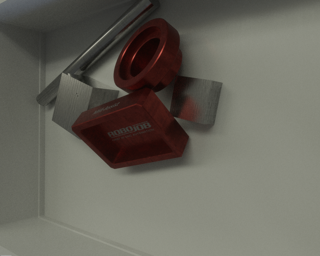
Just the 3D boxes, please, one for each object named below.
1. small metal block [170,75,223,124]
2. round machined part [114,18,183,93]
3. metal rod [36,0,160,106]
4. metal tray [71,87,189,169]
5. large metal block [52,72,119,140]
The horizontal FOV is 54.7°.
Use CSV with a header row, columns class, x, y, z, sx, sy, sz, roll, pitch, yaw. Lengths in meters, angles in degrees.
class,x,y,z,sx,sy,sz,roll,pitch,yaw
small metal block,0.042,-0.034,0.371,0.050,0.025,0.050,16,100,38
round machined part,-0.011,-0.083,0.387,0.098,0.042,0.098,-29,45,35
metal rod,-0.116,-0.112,0.499,0.299,0.025,0.025,-29,72,35
metal tray,-0.040,0.007,0.398,0.130,0.090,0.030,-15,36,38
large metal block,-0.118,-0.035,0.485,0.080,0.050,0.079,27,107,36
